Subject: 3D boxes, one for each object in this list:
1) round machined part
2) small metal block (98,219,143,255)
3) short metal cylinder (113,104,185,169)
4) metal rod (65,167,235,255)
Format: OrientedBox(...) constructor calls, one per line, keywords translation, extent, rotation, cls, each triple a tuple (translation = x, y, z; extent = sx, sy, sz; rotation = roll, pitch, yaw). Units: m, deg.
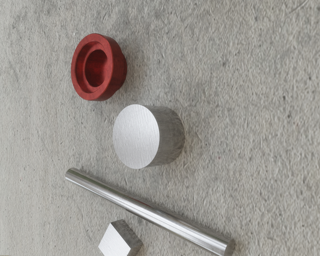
OrientedBox(translation=(-0.088, -0.089, 0.466), extent=(0.098, 0.042, 0.097), rotation=(0, 90, 40), cls="round machined part")
OrientedBox(translation=(-0.058, 0.172, 0.453), extent=(0.050, 0.025, 0.050), rotation=(40, 114, 32), cls="small metal block")
OrientedBox(translation=(-0.015, 0.010, 0.401), extent=(0.080, 0.050, 0.079), rotation=(0, 90, 40), cls="short metal cylinder")
OrientedBox(translation=(-0.037, 0.107, 0.435), extent=(0.300, 0.025, 0.025), rotation=(14, 99, 39), cls="metal rod")
